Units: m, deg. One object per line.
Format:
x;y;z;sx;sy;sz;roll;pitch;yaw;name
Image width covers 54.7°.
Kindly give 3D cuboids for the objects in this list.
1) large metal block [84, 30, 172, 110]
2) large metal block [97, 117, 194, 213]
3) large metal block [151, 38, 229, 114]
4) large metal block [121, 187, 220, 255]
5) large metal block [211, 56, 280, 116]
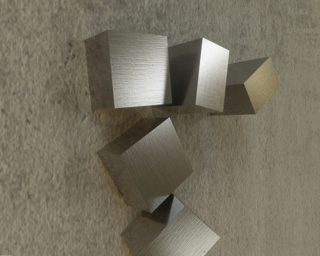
-0.035;-0.064;0.360;0.081;0.050;0.079;-8;96;-40;large metal block
-0.015;0.042;0.378;0.080;0.050;0.080;-38;114;-34;large metal block
0.038;-0.063;0.403;0.050;0.080;0.080;11;83;-40;large metal block
0.013;0.134;0.385;0.080;0.050;0.080;-47;121;-5;large metal block
0.122;-0.063;0.474;0.080;0.080;0.050;-43;116;-32;large metal block
